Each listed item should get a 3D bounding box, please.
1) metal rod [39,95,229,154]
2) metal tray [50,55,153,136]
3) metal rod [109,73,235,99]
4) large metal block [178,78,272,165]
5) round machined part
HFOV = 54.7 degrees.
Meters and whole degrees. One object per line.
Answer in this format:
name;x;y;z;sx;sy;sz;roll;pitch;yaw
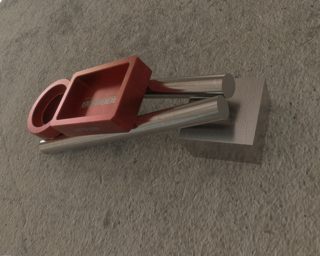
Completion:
metal rod;-0.057;0.004;0.390;0.300;0.025;0.025;-12;56;36
metal tray;-0.078;-0.038;0.398;0.130;0.030;0.090;-4;59;40
metal rod;-0.039;-0.051;0.414;0.300;0.025;0.025;5;64;44
large metal block;0.076;-0.009;0.352;0.080;0.050;0.080;4;64;29
round machined part;-0.156;-0.025;0.482;0.098;0.042;0.098;-21;50;27
